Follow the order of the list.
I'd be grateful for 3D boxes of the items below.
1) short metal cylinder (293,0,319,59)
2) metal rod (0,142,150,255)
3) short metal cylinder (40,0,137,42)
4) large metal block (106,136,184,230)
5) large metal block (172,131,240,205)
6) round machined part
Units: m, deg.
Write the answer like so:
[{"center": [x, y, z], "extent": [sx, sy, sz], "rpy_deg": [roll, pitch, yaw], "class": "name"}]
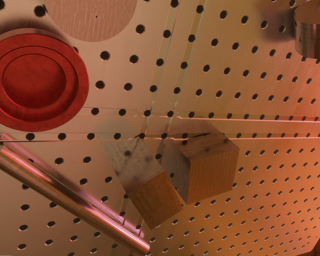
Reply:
[{"center": [0.223, -0.135, 0.413], "extent": [0.080, 0.080, 0.050], "rpy_deg": [-31, 129, -9], "class": "short metal cylinder"}, {"center": [-0.102, 0.114, 0.425], "extent": [0.025, 0.025, 0.300], "rpy_deg": [-40, 130, -1], "class": "metal rod"}, {"center": [-0.067, -0.125, 0.281], "extent": [0.081, 0.050, 0.079], "rpy_deg": [-14, 124, -21], "class": "short metal cylinder"}, {"center": [-0.020, 0.071, 0.409], "extent": [0.050, 0.080, 0.080], "rpy_deg": [-31, 129, -9], "class": "large metal block"}, {"center": [0.066, 0.059, 0.468], "extent": [0.081, 0.050, 0.079], "rpy_deg": [-13, 124, -22], "class": "large metal block"}, {"center": [-0.123, -0.048, 0.303], "extent": [0.099, 0.042, 0.097], "rpy_deg": [-14, 124, -21], "class": "round machined part"}]
